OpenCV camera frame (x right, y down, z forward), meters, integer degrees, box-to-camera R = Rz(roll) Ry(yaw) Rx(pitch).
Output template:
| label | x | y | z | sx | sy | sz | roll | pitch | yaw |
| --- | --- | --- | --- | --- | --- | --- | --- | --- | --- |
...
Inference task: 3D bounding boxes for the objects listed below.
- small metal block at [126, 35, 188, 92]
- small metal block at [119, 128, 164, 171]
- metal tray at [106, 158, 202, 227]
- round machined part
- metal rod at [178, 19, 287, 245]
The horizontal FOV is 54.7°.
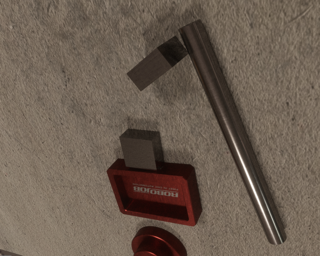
| label | x | y | z | sx | sy | sz | roll | pitch | yaw |
| --- | --- | --- | --- | --- | --- | --- | --- | --- | --- |
| small metal block | -0.002 | -0.072 | 0.346 | 0.050 | 0.050 | 0.025 | -32 | 101 | 38 |
| small metal block | -0.025 | 0.030 | 0.437 | 0.050 | 0.025 | 0.050 | 5 | 121 | 25 |
| metal tray | -0.009 | 0.095 | 0.464 | 0.130 | 0.030 | 0.089 | 1 | 119 | 27 |
| round machined part | -0.007 | 0.221 | 0.534 | 0.098 | 0.042 | 0.097 | 13 | 124 | 20 |
| metal rod | 0.094 | 0.019 | 0.368 | 0.025 | 0.025 | 0.299 | -14 | 112 | 33 |
